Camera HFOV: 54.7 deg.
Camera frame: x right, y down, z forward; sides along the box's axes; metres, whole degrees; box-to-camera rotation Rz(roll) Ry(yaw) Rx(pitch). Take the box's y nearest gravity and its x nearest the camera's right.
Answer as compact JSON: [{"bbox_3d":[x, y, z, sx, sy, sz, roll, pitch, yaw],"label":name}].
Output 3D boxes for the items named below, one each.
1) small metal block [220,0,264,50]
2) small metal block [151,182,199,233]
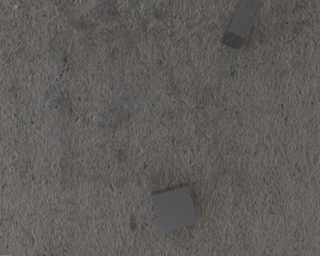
[{"bbox_3d":[0.104,-0.135,0.398,0.025,0.050,0.050,25,90,0],"label":"small metal block"},{"bbox_3d":[0.019,0.105,0.410,0.050,0.025,0.050,-16,90,0],"label":"small metal block"}]
